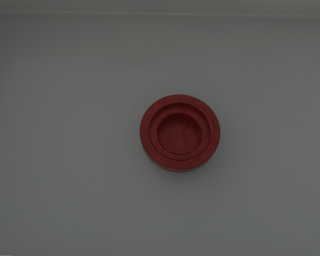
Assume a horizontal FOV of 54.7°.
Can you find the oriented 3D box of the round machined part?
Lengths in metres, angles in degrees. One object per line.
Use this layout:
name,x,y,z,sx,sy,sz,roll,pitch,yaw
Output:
round machined part,0.025,0.010,0.397,0.099,0.042,0.098,0,70,-1
